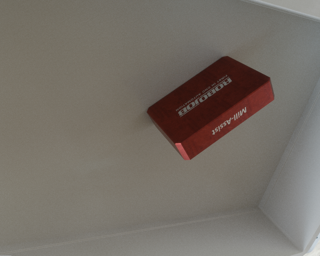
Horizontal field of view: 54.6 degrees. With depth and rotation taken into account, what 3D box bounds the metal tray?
[{"bbox_3d":[0.059,-0.029,0.379,0.130,0.090,0.030,-35,129,-5],"label":"metal tray"}]
